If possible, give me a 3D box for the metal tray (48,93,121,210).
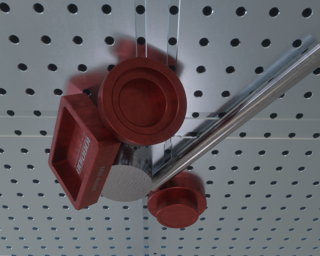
[{"bbox_3d":[-0.102,0.032,0.396,0.030,0.090,0.129,-16,144,-41],"label":"metal tray"}]

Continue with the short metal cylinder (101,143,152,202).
[{"bbox_3d":[-0.051,0.062,0.448,0.081,0.050,0.079,0,130,0],"label":"short metal cylinder"}]

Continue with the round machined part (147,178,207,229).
[{"bbox_3d":[0.028,0.130,0.511,0.099,0.042,0.097,0,130,0],"label":"round machined part"}]

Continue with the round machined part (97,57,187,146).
[{"bbox_3d":[-0.022,-0.027,0.353,0.099,0.098,0.042,23,164,-18],"label":"round machined part"}]

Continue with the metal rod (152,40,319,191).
[{"bbox_3d":[0.084,0.001,0.413,0.025,0.025,0.299,32,123,-25],"label":"metal rod"}]
